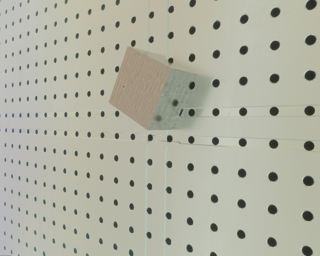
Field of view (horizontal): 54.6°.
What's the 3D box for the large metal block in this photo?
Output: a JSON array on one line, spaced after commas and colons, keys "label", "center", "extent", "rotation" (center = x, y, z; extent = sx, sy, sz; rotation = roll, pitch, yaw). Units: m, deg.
[{"label": "large metal block", "center": [-0.012, -0.051, 0.404], "extent": [0.080, 0.050, 0.080], "rotation": [34, 111, 35]}]
